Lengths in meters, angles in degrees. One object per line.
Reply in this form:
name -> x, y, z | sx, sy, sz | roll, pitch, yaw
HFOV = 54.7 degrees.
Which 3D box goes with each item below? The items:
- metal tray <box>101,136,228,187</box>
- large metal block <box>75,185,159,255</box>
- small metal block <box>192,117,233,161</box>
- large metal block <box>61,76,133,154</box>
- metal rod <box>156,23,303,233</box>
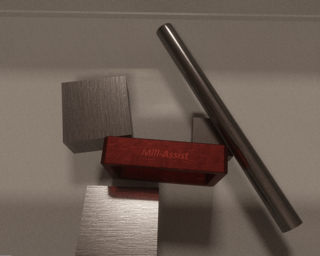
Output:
metal tray -> 0.005, 0.042, 0.360 | 0.131, 0.090, 0.030 | 4, 70, 1
large metal block -> -0.043, 0.112, 0.345 | 0.081, 0.050, 0.080 | 2, 56, 0
small metal block -> 0.067, 0.015, 0.405 | 0.050, 0.025, 0.050 | 3, 70, 0
large metal block -> -0.079, -0.016, 0.401 | 0.081, 0.050, 0.080 | -7, 70, -3
metal rod -> 0.077, -0.014, 0.389 | 0.025, 0.025, 0.299 | -27, 72, -10
